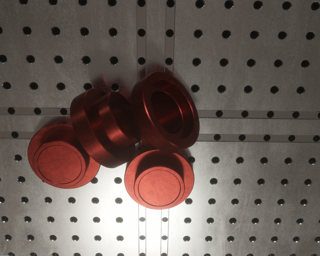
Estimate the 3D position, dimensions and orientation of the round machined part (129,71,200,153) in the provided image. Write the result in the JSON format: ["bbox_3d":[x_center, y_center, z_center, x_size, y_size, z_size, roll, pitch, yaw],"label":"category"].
[{"bbox_3d":[0.001,-0.015,0.375,0.042,0.098,0.098,-27,110,37],"label":"round machined part"}]

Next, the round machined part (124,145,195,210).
[{"bbox_3d":[-0.001,0.074,0.432,0.099,0.042,0.097,0,110,-1],"label":"round machined part"}]

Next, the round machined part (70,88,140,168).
[{"bbox_3d":[-0.057,-0.005,0.370,0.042,0.098,0.098,-28,108,18],"label":"round machined part"}]

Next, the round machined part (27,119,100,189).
[{"bbox_3d":[-0.129,0.041,0.418,0.099,0.042,0.097,0,110,-1],"label":"round machined part"}]
